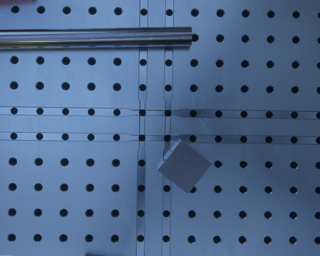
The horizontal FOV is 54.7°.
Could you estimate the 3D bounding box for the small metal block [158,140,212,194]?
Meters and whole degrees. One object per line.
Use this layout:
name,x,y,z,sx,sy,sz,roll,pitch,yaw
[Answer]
small metal block,0.032,0.051,0.414,0.050,0.025,0.050,38,90,-1

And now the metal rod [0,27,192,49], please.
metal rod,-0.109,-0.120,0.411,0.302,0.025,0.025,-1,90,-1
